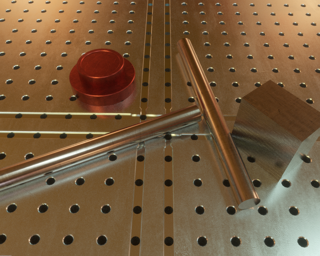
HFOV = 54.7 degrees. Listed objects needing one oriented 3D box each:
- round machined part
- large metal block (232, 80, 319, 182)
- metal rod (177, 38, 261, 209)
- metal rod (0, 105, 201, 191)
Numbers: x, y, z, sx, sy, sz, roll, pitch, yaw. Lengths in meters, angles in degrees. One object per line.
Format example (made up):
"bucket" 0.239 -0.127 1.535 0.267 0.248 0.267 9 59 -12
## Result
"round machined part" -0.087 -0.082 0.465 0.099 0.042 0.098 0 50 0
"large metal block" 0.137 0.003 0.371 0.050 0.080 0.080 -32 57 -24
"metal rod" 0.069 -0.030 0.433 0.025 0.025 0.300 -8 51 -7
"metal rod" -0.087 0.027 0.384 0.302 0.025 0.025 -19 53 -16
